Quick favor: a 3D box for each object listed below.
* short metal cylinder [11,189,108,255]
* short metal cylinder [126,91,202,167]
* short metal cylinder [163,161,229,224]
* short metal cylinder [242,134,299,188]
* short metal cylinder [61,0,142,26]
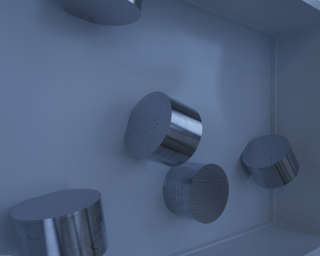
[{"bbox_3d":[-0.093,0.095,0.293,0.081,0.080,0.050,-12,98,-39],"label":"short metal cylinder"},{"bbox_3d":[0.004,0.002,0.374,0.050,0.080,0.080,23,76,-38],"label":"short metal cylinder"},{"bbox_3d":[0.051,0.087,0.433,0.081,0.050,0.080,0,90,-40],"label":"short metal cylinder"},{"bbox_3d":[0.188,0.056,0.528,0.080,0.080,0.050,-50,120,-28],"label":"short metal cylinder"},{"bbox_3d":[-0.058,-0.147,0.322,0.081,0.080,0.050,9,85,-40],"label":"short metal cylinder"}]
